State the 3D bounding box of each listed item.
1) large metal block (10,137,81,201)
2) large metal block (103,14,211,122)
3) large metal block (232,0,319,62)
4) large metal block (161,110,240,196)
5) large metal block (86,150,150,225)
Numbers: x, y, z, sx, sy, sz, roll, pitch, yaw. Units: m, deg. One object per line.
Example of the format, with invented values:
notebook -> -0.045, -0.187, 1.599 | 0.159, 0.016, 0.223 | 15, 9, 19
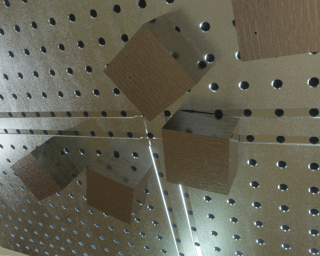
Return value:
large metal block -> -0.203, 0.074, 0.549 | 0.080, 0.050, 0.080 | -28, 103, 37
large metal block -> -0.004, -0.067, 0.356 | 0.080, 0.050, 0.080 | 48, 129, -6
large metal block -> 0.110, -0.109, 0.270 | 0.080, 0.050, 0.080 | -2, 118, 29
large metal block -> 0.052, 0.029, 0.386 | 0.080, 0.050, 0.080 | 9, 122, 23
large metal block -> -0.067, 0.093, 0.489 | 0.080, 0.050, 0.079 | 20, 126, 16
